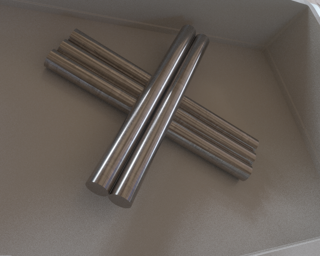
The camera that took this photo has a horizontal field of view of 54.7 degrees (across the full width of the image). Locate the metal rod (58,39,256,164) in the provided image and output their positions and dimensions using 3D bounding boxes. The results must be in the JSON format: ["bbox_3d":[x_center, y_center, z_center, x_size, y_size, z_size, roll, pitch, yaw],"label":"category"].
[{"bbox_3d":[0.002,-0.029,0.422,0.301,0.025,0.025,30,52,-9],"label":"metal rod"}]

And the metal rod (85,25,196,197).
[{"bbox_3d":[-0.008,-0.046,0.395,0.025,0.025,0.301,33,51,-7],"label":"metal rod"}]

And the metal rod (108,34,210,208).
[{"bbox_3d":[0.013,-0.033,0.399,0.025,0.025,0.301,33,51,-7],"label":"metal rod"}]

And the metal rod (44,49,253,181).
[{"bbox_3d":[-0.008,-0.012,0.406,0.301,0.025,0.025,30,52,-9],"label":"metal rod"}]

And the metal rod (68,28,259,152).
[{"bbox_3d":[0.011,-0.047,0.438,0.301,0.025,0.025,30,52,-9],"label":"metal rod"}]
